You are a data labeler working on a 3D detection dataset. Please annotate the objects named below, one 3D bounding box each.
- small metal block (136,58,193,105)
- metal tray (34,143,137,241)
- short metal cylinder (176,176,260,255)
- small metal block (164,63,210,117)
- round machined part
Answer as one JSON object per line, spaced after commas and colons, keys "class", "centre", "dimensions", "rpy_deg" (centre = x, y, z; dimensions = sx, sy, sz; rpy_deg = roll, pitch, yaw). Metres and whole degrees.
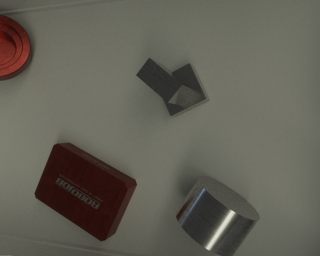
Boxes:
{"class": "small metal block", "centre": [0.007, -0.054, 0.368], "dimensions": [0.050, 0.050, 0.025], "rpy_deg": [42, 103, 15]}
{"class": "metal tray", "centre": [-0.109, 0.088, 0.445], "dimensions": [0.130, 0.030, 0.090], "rpy_deg": [26, 98, 17]}
{"class": "short metal cylinder", "centre": [0.066, 0.099, 0.358], "dimensions": [0.080, 0.080, 0.050], "rpy_deg": [34, 101, 16]}
{"class": "small metal block", "centre": [0.029, -0.048, 0.400], "dimensions": [0.050, 0.025, 0.050], "rpy_deg": [-26, 82, 17]}
{"class": "round machined part", "centre": [-0.248, -0.118, 0.470], "dimensions": [0.099, 0.042, 0.097], "rpy_deg": [3, 80, -18]}
